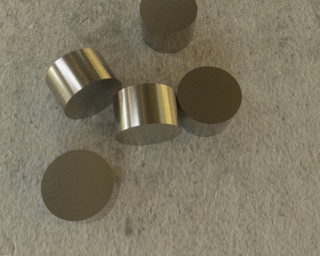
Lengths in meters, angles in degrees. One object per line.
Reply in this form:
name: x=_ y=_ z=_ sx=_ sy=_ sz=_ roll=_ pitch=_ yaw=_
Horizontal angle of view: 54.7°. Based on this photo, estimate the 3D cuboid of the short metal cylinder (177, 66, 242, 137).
short metal cylinder: x=0.061 y=-0.034 z=0.408 sx=0.081 sy=0.050 sz=0.080 roll=0 pitch=70 yaw=-1

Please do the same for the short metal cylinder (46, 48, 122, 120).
short metal cylinder: x=-0.097 y=-0.055 z=0.398 sx=0.080 sy=0.080 sz=0.050 roll=-32 pitch=74 yaw=-11

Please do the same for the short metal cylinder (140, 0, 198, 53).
short metal cylinder: x=0.012 y=-0.157 z=0.452 sx=0.081 sy=0.050 sz=0.080 roll=0 pitch=70 yaw=0

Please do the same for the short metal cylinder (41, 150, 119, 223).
short metal cylinder: x=-0.092 y=0.071 z=0.368 sx=0.081 sy=0.050 sz=0.080 roll=0 pitch=70 yaw=0

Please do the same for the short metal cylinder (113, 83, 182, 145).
short metal cylinder: x=-0.016 y=-0.014 z=0.384 sx=0.081 sy=0.080 sz=0.050 roll=-7 pitch=71 yaw=-3
